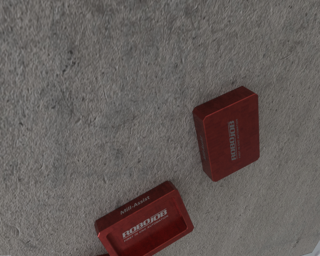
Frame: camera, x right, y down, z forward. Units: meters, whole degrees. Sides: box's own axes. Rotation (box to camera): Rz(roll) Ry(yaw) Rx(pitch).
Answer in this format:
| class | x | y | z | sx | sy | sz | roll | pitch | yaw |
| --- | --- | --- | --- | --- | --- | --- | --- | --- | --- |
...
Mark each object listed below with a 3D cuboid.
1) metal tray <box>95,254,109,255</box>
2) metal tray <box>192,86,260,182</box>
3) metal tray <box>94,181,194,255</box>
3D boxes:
| class | x | y | z | sx | sy | sz | roll | pitch | yaw |
| --- | --- | --- | --- | --- | --- | --- | --- | --- | --- |
| metal tray | -0.110 | 0.267 | 0.508 | 0.091 | 0.030 | 0.129 | 1 | 118 | -29 |
| metal tray | 0.104 | 0.012 | 0.467 | 0.091 | 0.030 | 0.129 | -25 | 128 | -13 |
| metal tray | -0.021 | 0.150 | 0.473 | 0.131 | 0.030 | 0.090 | -28 | 117 | -11 |
